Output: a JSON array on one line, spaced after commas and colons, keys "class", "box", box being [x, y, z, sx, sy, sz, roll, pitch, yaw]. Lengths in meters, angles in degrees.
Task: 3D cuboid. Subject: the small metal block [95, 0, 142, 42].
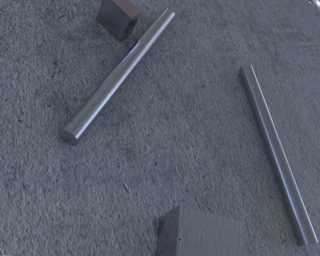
[{"class": "small metal block", "box": [-0.062, -0.165, 0.456, 0.050, 0.050, 0.025, 43, 51, 1]}]

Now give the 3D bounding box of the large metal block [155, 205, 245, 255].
[{"class": "large metal block", "box": [0.042, 0.137, 0.329, 0.081, 0.050, 0.080, 19, 54, -17]}]

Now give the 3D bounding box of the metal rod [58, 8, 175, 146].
[{"class": "metal rod", "box": [-0.044, -0.091, 0.437, 0.025, 0.025, 0.301, 35, 51, -6]}]

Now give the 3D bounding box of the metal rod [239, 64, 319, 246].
[{"class": "metal rod", "box": [0.178, 0.026, 0.486, 0.025, 0.025, 0.299, 4, 60, -27]}]
